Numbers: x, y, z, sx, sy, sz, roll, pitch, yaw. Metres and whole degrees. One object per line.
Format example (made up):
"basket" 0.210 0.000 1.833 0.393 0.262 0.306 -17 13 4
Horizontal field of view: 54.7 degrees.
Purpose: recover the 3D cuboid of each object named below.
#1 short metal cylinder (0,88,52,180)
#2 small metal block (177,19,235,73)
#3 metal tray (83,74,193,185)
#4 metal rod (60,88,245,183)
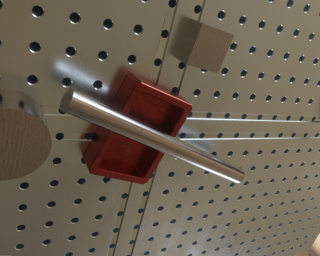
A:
"short metal cylinder" -0.156 0.006 0.314 0.081 0.050 0.079 -14 125 -21
"small metal block" 0.056 -0.100 0.382 0.050 0.025 0.050 7 115 -32
"metal tray" -0.028 0.006 0.397 0.091 0.030 0.129 20 108 -36
"metal rod" 0.016 0.023 0.396 0.301 0.025 0.025 26 104 -38
